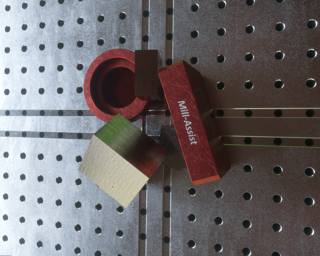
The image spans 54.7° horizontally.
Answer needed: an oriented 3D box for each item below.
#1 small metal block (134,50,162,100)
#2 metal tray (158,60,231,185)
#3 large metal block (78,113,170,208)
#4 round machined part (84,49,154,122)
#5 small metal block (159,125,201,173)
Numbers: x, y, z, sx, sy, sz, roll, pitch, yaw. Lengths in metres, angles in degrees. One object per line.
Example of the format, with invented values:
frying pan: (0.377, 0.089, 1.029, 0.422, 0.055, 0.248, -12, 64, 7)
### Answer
small metal block: (-0.012, -0.059, 0.359, 0.025, 0.050, 0.050, 0, 89, 6)
metal tray: (0.044, -0.006, 0.362, 0.030, 0.090, 0.129, -19, 84, 19)
large metal block: (-0.047, 0.042, 0.391, 0.080, 0.050, 0.080, 38, 134, 4)
round machined part: (-0.050, -0.054, 0.420, 0.098, 0.042, 0.097, 0, 90, 19)
small metal block: (0.026, 0.026, 0.397, 0.050, 0.025, 0.050, 14, 99, 30)
